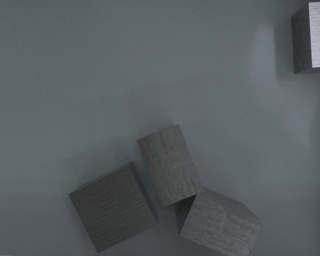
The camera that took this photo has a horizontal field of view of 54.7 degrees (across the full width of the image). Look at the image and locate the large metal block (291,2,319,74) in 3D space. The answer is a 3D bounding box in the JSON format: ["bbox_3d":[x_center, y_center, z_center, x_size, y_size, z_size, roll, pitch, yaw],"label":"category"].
[{"bbox_3d":[0.223,-0.116,0.402,0.081,0.050,0.079,-3,90,-1],"label":"large metal block"}]

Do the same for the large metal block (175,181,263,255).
[{"bbox_3d":[0.068,0.112,0.385,0.080,0.080,0.050,23,91,-1],"label":"large metal block"}]

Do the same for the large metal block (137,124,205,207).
[{"bbox_3d":[0.012,0.042,0.384,0.050,0.080,0.080,-21,90,0],"label":"large metal block"}]

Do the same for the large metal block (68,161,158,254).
[{"bbox_3d":[-0.057,0.098,0.398,0.080,0.050,0.080,-26,90,-1],"label":"large metal block"}]
